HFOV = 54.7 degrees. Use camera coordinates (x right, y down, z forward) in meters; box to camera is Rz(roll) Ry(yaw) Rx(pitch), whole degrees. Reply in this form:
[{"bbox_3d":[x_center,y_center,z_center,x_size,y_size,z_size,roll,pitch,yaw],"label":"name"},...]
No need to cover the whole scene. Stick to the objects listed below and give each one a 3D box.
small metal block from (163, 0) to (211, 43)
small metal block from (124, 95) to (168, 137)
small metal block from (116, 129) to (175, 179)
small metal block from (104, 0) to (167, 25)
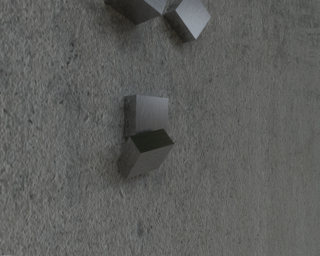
[{"bbox_3d":[0.039,-0.158,0.437,0.050,0.025,0.050,47,62,-30],"label":"small metal block"},{"bbox_3d":[-0.017,-0.014,0.390,0.050,0.025,0.050,2,89,-40],"label":"small metal block"},{"bbox_3d":[-0.018,0.031,0.371,0.050,0.050,0.025,-13,55,-39],"label":"small metal block"},{"bbox_3d":[-0.028,-0.151,0.364,0.050,0.050,0.025,27,73,-37],"label":"small metal block"}]
